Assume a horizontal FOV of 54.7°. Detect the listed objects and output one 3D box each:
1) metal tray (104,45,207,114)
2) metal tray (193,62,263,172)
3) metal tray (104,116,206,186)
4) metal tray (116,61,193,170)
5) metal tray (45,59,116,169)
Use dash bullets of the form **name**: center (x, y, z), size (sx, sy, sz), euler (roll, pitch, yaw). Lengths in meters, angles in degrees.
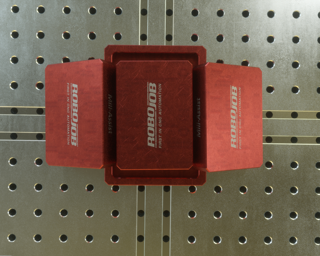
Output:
- **metal tray**: center (-0.006, -0.061, 0.410), size (0.131, 0.030, 0.089), euler (0, 90, -1)
- **metal tray**: center (0.086, -0.013, 0.393), size (0.091, 0.030, 0.129), euler (-1, 90, -28)
- **metal tray**: center (-0.006, 0.029, 0.411), size (0.131, 0.030, 0.089), euler (0, 90, -1)
- **metal tray**: center (-0.006, -0.015, 0.380), size (0.091, 0.030, 0.129), euler (0, 90, -1)
- **metal tray**: center (-0.101, -0.017, 0.392), size (0.090, 0.030, 0.129), euler (0, 90, 25)
